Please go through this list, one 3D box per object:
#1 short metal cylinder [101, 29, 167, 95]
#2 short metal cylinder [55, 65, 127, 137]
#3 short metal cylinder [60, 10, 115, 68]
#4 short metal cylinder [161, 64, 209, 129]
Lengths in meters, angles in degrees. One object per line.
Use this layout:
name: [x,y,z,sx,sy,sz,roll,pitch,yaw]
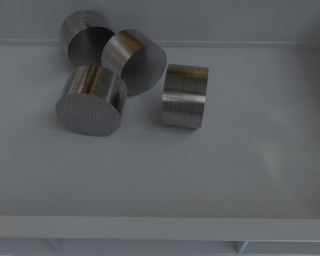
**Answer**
short metal cylinder: [-0.037,-0.095,0.449,0.081,0.080,0.050,-30,57,-23]
short metal cylinder: [-0.086,-0.033,0.396,0.080,0.080,0.050,4,50,3]
short metal cylinder: [-0.109,-0.134,0.481,0.081,0.080,0.050,-19,53,-16]
short metal cylinder: [0.033,-0.041,0.404,0.050,0.080,0.080,7,51,6]
